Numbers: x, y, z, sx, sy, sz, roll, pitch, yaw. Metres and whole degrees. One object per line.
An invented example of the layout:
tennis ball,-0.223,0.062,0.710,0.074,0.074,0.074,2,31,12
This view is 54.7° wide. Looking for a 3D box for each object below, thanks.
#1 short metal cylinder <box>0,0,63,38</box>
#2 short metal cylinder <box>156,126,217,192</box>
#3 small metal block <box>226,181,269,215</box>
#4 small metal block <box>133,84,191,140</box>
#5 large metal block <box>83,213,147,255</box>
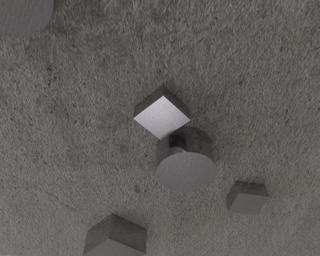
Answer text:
short metal cylinder,-0.131,-0.129,0.279,0.081,0.050,0.079,0,130,0
short metal cylinder,0.035,0.044,0.429,0.081,0.050,0.079,0,130,0
small metal block,0.142,0.115,0.507,0.050,0.025,0.050,9,130,-8
small metal block,0.002,-0.019,0.391,0.050,0.025,0.050,-35,122,26
large metal block,-0.082,0.210,0.569,0.080,0.050,0.080,34,122,-26
